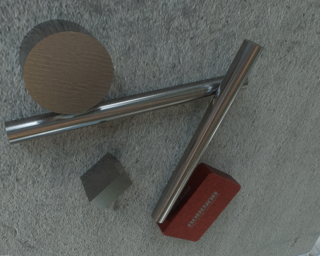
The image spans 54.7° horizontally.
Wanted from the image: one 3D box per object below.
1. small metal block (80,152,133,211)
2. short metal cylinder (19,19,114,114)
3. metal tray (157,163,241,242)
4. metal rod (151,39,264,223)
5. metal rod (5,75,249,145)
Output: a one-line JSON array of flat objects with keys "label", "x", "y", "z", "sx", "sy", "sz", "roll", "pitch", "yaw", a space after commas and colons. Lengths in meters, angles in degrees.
[{"label": "small metal block", "x": -0.069, "y": 0.067, "z": 0.396, "sx": 0.050, "sy": 0.050, "sz": 0.025, "roll": -43, "pitch": 130, "yaw": 1}, {"label": "short metal cylinder", "x": -0.092, "y": -0.060, "z": 0.304, "sx": 0.081, "sy": 0.050, "sz": 0.079, "roll": -14, "pitch": 125, "yaw": -21}, {"label": "metal tray", "x": 0.065, "y": 0.128, "z": 0.521, "sx": 0.090, "sy": 0.030, "sz": 0.130, "roll": 28, "pitch": 103, "yaw": -38}, {"label": "metal rod", "x": 0.054, "y": 0.022, "z": 0.429, "sx": 0.025, "sy": 0.025, "sz": 0.298, "roll": 7, "pitch": 122, "yaw": -32}, {"label": "metal rod", "x": -0.022, "y": -0.030, "z": 0.377, "sx": 0.302, "sy": 0.025, "sz": 0.025, "roll": -15, "pitch": 125, "yaw": -21}]
